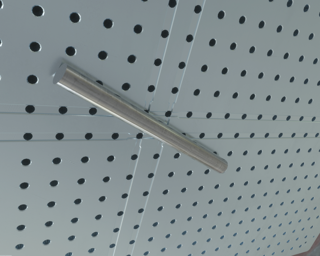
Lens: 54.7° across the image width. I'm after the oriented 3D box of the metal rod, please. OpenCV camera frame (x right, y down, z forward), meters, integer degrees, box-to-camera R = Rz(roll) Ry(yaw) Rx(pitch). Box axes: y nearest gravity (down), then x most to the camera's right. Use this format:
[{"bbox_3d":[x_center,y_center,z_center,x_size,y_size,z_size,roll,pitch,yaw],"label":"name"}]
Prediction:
[{"bbox_3d":[-0.002,0.003,0.414,0.301,0.025,0.025,30,101,-38],"label":"metal rod"}]
